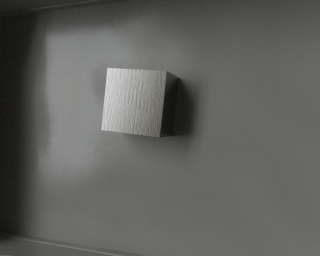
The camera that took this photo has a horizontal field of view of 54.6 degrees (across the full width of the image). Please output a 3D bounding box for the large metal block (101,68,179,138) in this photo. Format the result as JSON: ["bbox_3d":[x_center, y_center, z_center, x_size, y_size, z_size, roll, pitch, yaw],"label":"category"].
[{"bbox_3d":[-0.025,-0.033,0.406,0.080,0.050,0.080,7,92,20],"label":"large metal block"}]
